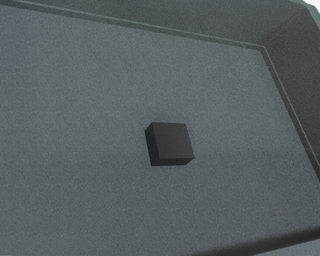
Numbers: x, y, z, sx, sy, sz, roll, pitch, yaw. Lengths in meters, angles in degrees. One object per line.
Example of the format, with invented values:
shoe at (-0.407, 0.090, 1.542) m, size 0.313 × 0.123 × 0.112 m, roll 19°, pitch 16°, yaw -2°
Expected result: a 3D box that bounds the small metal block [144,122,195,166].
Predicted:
small metal block at (0.012, 0.021, 0.401) m, size 0.050 × 0.025 × 0.050 m, roll 2°, pitch 61°, yaw -28°
